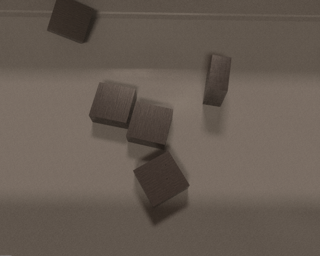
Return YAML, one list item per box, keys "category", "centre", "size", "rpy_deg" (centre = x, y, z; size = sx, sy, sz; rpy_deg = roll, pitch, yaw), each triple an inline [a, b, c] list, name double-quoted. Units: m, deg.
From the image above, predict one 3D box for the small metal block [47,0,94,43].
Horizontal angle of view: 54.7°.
- category: "small metal block"
  centre: [-0.129, -0.156, 0.446]
  size: [0.050, 0.025, 0.050]
  rpy_deg: [17, 93, -23]

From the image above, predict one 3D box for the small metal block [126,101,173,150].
- category: "small metal block"
  centre: [-0.013, -0.003, 0.411]
  size: [0.050, 0.025, 0.050]
  rpy_deg: [13, 70, 4]

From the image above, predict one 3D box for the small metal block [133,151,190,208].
- category: "small metal block"
  centre: [0.001, 0.064, 0.386]
  size: [0.050, 0.025, 0.050]
  rpy_deg: [-28, 73, -10]

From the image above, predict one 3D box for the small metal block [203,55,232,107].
- category: "small metal block"
  centre: [0.077, -0.063, 0.420]
  size: [0.025, 0.050, 0.050]
  rpy_deg: [10, 70, 3]

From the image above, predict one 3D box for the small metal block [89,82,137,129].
- category: "small metal block"
  centre: [-0.063, -0.030, 0.420]
  size: [0.050, 0.025, 0.050]
  rpy_deg: [12, 70, 4]
